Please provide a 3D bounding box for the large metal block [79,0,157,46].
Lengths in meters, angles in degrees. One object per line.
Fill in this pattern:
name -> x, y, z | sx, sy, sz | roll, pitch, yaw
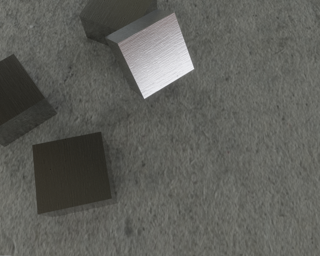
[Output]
large metal block -> -0.058, -0.164, 0.454 | 0.080, 0.050, 0.080 | 23, 71, 7

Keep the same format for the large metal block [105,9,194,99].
large metal block -> -0.012, -0.098, 0.408 | 0.080, 0.080, 0.050 | -33, 34, -11

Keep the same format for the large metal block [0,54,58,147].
large metal block -> -0.198, -0.036, 0.405 | 0.080, 0.050, 0.080 | -35, 74, -12

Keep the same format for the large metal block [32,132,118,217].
large metal block -> -0.101, 0.057, 0.373 | 0.081, 0.050, 0.080 | -11, 71, -5
